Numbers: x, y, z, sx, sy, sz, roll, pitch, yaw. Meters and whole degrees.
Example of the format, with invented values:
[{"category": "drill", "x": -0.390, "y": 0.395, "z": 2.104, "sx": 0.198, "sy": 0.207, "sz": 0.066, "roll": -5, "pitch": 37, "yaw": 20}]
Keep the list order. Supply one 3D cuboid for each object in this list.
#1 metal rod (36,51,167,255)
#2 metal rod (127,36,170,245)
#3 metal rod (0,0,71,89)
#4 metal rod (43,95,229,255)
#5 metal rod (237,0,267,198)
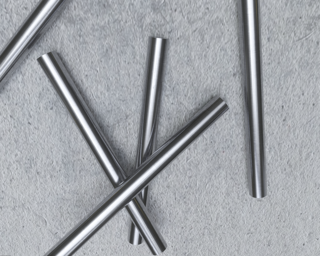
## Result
[{"category": "metal rod", "x": -0.070, "y": 0.041, "z": 0.406, "sx": 0.025, "sy": 0.025, "sz": 0.299, "roll": -26, "pitch": 102, "yaw": 9}, {"category": "metal rod", "x": -0.019, "y": 0.031, "z": 0.420, "sx": 0.025, "sy": 0.025, "sz": 0.298, "roll": 6, "pitch": 110, "yaw": -3}, {"category": "metal rod", "x": -0.200, "y": -0.067, "z": 0.382, "sx": 0.025, "sy": 0.025, "sz": 0.299, "roll": 42, "pitch": 104, "yaw": -14}, {"category": "metal rod", "x": -0.030, "y": 0.069, "z": 0.391, "sx": 0.300, "sy": 0.025, "sz": 0.025, "roll": -43, "pitch": 106, "yaw": -4}, {"category": "metal rod", "x": 0.119, "y": -0.044, "z": 0.395, "sx": 0.025, "sy": 0.025, "sz": 0.298, "roll": -8, "pitch": 110, "yaw": 2}]
